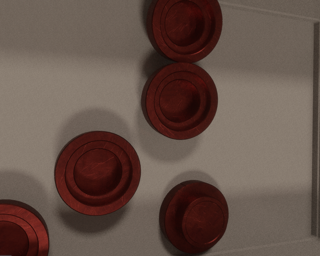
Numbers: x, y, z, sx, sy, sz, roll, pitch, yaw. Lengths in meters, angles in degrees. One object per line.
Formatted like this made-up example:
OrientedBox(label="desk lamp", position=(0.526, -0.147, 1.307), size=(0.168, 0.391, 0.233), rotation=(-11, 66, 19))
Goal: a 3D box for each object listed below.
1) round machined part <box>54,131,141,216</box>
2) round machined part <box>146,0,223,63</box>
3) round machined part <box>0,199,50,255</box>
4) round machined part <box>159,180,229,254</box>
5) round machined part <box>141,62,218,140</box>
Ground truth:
OrientedBox(label="round machined part", position=(-0.076, 0.052, 0.374), size=(0.099, 0.042, 0.097), rotation=(0, 90, -21))
OrientedBox(label="round machined part", position=(0.028, -0.136, 0.404), size=(0.099, 0.042, 0.097), rotation=(-7, 110, -21))
OrientedBox(label="round machined part", position=(-0.173, 0.126, 0.338), size=(0.099, 0.042, 0.097), rotation=(0, 90, -21))
OrientedBox(label="round machined part", position=(0.052, 0.123, 0.422), size=(0.099, 0.042, 0.097), rotation=(0, 90, -21))
OrientedBox(label="round machined part", position=(0.022, -0.036, 0.406), size=(0.099, 0.042, 0.097), rotation=(-3, 99, -19))
